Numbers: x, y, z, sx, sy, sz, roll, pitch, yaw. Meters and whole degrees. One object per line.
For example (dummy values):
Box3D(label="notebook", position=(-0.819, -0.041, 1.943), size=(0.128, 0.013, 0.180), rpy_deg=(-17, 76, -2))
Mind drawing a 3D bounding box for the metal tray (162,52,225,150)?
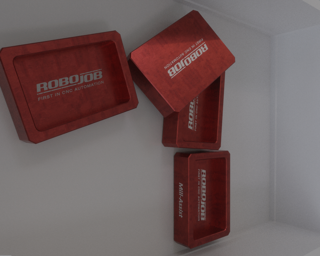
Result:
Box3D(label="metal tray", position=(0.051, -0.035, 0.445), size=(0.091, 0.030, 0.129), rpy_deg=(7, 86, -40))

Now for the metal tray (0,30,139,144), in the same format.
Box3D(label="metal tray", position=(-0.091, -0.047, 0.326), size=(0.131, 0.030, 0.089), rpy_deg=(-24, 105, -37))

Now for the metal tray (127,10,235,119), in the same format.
Box3D(label="metal tray", position=(0.028, -0.085, 0.402), size=(0.131, 0.030, 0.090), rpy_deg=(-42, 95, -28))

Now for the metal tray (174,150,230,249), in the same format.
Box3D(label="metal tray", position=(0.064, 0.099, 0.456), size=(0.091, 0.030, 0.129), rpy_deg=(0, 90, -40))
